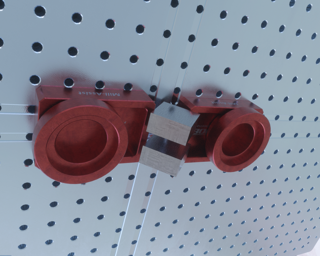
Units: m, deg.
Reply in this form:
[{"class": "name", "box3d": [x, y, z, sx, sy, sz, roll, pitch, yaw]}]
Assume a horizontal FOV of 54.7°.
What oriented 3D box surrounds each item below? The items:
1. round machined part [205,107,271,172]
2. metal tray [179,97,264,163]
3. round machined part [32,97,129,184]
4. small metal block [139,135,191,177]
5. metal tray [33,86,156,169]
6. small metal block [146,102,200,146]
[{"class": "round machined part", "box3d": [0.108, 0.013, 0.450, 0.099, 0.042, 0.097, -14, 124, -21]}, {"class": "metal tray", "box3d": [0.081, 0.004, 0.455, 0.131, 0.030, 0.089, 0, 118, -29]}, {"class": "round machined part", "box3d": [-0.088, 0.010, 0.342, 0.099, 0.042, 0.097, -14, 124, -21]}, {"class": "small metal block", "box3d": [0.007, 0.032, 0.400, 0.050, 0.050, 0.025, 20, 115, 11]}, {"class": "metal tray", "box3d": [-0.078, 0.000, 0.367, 0.131, 0.030, 0.089, -1, 121, -28]}, {"class": "small metal block", "box3d": [0.017, -0.007, 0.382, 0.050, 0.050, 0.025, 20, 115, 11]}]
